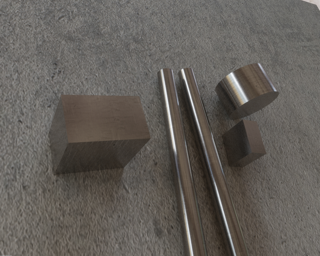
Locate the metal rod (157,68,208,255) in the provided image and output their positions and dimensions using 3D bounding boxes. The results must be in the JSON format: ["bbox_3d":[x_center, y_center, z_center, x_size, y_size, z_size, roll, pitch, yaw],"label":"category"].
[{"bbox_3d":[0.027,0.050,0.389,0.025,0.025,0.299,6,59,-25],"label":"metal rod"}]

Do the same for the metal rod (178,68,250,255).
[{"bbox_3d":[0.069,0.046,0.414,0.025,0.025,0.299,2,61,-28],"label":"metal rod"}]

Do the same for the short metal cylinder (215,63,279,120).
[{"bbox_3d":[0.132,-0.054,0.476,0.081,0.080,0.050,-11,68,-33],"label":"short metal cylinder"}]

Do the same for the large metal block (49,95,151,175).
[{"bbox_3d":[-0.067,0.008,0.328,0.081,0.080,0.050,-2,63,-30],"label":"large metal block"}]

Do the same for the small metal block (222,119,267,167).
[{"bbox_3d":[0.118,0.023,0.439,0.025,0.050,0.050,7,59,-25],"label":"small metal block"}]
